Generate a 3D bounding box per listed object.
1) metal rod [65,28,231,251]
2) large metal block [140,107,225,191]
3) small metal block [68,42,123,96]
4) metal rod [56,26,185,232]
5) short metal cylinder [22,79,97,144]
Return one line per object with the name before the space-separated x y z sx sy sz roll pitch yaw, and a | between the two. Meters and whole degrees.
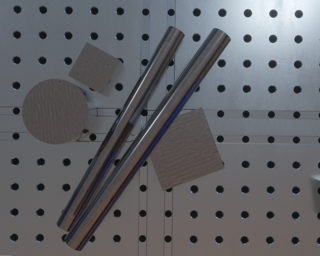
metal rod | -0.014 0.013 0.363 0.025 0.025 0.299 35 90 0
large metal block | 0.027 0.025 0.401 0.080 0.050 0.080 -20 90 0
small metal block | -0.085 -0.078 0.412 0.050 0.025 0.050 29 90 0
metal rod | -0.052 0.001 0.412 0.025 0.025 0.299 30 90 0
short metal cylinder | -0.127 -0.020 0.400 0.081 0.050 0.080 0 90 0
